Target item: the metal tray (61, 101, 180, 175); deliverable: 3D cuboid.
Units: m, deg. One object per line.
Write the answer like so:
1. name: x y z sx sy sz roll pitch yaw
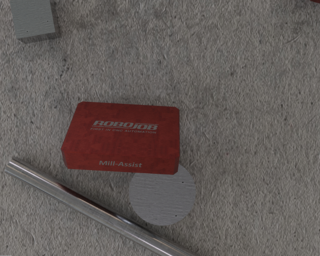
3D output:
1. metal tray: -0.042 0.010 0.379 0.131 0.090 0.030 3 133 0

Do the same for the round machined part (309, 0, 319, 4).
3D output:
1. round machined part: 0.215 -0.210 0.403 0.099 0.042 0.097 0 90 0

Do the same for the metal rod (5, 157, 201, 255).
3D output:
1. metal rod: -0.064 0.120 0.409 0.301 0.025 0.025 28 90 0

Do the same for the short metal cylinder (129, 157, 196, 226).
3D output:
1. short metal cylinder: 0.003 0.078 0.398 0.081 0.050 0.080 0 90 0

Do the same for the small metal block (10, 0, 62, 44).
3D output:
1. small metal block: -0.163 -0.143 0.409 0.050 0.025 0.050 -10 90 0
